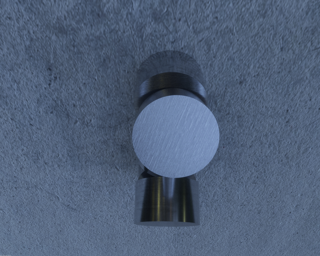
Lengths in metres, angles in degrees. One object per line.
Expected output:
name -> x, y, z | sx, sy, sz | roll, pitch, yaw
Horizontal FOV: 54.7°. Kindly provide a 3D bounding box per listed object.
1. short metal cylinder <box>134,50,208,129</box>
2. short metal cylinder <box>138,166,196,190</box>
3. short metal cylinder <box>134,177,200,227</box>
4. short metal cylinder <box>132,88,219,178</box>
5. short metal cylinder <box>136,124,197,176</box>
short metal cylinder -> 0.012, -0.042, 0.357 | 0.081, 0.050, 0.079 | 0, 130, 0
short metal cylinder -> 0.010, 0.061, 0.444 | 0.081, 0.050, 0.079 | 0, 130, 0
short metal cylinder -> 0.009, 0.094, 0.385 | 0.080, 0.050, 0.080 | 1, 158, 1
short metal cylinder -> 0.014, 0.003, 0.310 | 0.081, 0.050, 0.079 | 0, 105, -1
short metal cylinder -> 0.011, 0.017, 0.388 | 0.081, 0.080, 0.050 | 1, 130, -1
